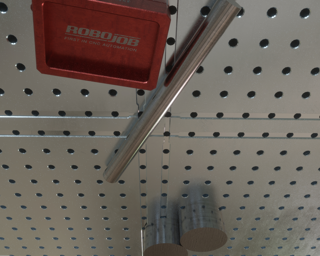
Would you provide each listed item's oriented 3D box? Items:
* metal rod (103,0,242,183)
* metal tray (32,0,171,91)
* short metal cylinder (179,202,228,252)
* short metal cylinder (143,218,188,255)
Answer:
[{"bbox_3d":[-0.003,-0.026,0.389,0.025,0.025,0.298,23,126,-19],"label":"metal rod"},{"bbox_3d":[-0.061,-0.093,0.327,0.131,0.030,0.089,8,130,-8],"label":"metal tray"},{"bbox_3d":[0.074,0.175,0.546,0.081,0.050,0.079,0,130,0],"label":"short metal cylinder"},{"bbox_3d":[0.010,0.212,0.576,0.081,0.050,0.079,0,130,0],"label":"short metal cylinder"}]
